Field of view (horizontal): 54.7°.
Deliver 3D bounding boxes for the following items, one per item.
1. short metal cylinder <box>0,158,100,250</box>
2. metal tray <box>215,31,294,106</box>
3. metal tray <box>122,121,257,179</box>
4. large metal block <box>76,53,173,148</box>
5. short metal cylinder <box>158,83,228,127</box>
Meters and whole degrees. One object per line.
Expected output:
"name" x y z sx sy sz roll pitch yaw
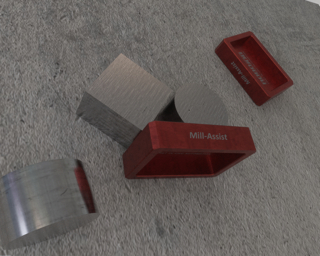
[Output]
"short metal cylinder" -0.100 0.067 0.274 0.081 0.080 0.050 -10 67 -33
"metal tray" 0.170 -0.110 0.559 0.091 0.030 0.130 -26 76 -37
"metal tray" 0.033 0.029 0.361 0.131 0.090 0.030 3 60 -27
"large metal block" -0.043 -0.032 0.384 0.080 0.050 0.080 35 51 -5
"short metal cylinder" 0.044 -0.014 0.420 0.081 0.050 0.080 14 56 -21
